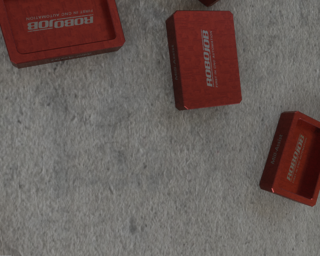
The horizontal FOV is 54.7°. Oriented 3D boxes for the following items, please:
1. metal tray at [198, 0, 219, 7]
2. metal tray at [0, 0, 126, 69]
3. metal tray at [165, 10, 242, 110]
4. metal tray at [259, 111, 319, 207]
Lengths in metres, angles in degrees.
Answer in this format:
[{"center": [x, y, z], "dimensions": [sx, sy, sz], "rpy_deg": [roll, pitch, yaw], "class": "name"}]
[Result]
[{"center": [0.044, -0.243, 0.423], "dimensions": [0.131, 0.030, 0.090], "rpy_deg": [30, 80, -18], "class": "metal tray"}, {"center": [-0.116, -0.127, 0.363], "dimensions": [0.131, 0.030, 0.089], "rpy_deg": [-16, 96, -20], "class": "metal tray"}, {"center": [0.062, -0.093, 0.430], "dimensions": [0.091, 0.030, 0.129], "rpy_deg": [-8, 93, -20], "class": "metal tray"}, {"center": [0.218, 0.048, 0.489], "dimensions": [0.091, 0.030, 0.129], "rpy_deg": [22, 83, -19], "class": "metal tray"}]
